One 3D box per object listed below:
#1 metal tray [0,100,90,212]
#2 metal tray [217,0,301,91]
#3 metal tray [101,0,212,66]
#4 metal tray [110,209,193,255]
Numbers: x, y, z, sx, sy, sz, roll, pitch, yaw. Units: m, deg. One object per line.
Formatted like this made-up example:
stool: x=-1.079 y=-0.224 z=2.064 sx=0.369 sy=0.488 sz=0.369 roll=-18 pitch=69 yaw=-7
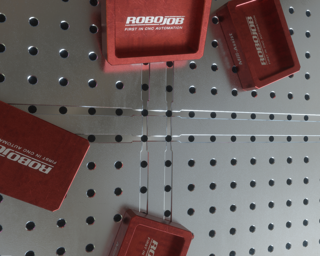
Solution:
metal tray: x=-0.159 y=0.029 z=0.351 sx=0.131 sy=0.030 sz=0.090 roll=27 pitch=81 yaw=-18
metal tray: x=0.149 y=-0.131 z=0.464 sx=0.091 sy=0.030 sz=0.129 roll=-24 pitch=98 yaw=-18
metal tray: x=-0.005 y=-0.129 z=0.384 sx=0.131 sy=0.030 sz=0.089 roll=-9 pitch=126 yaw=-20
metal tray: x=-0.022 y=0.182 z=0.401 sx=0.090 sy=0.030 sz=0.130 roll=23 pitch=82 yaw=-19
